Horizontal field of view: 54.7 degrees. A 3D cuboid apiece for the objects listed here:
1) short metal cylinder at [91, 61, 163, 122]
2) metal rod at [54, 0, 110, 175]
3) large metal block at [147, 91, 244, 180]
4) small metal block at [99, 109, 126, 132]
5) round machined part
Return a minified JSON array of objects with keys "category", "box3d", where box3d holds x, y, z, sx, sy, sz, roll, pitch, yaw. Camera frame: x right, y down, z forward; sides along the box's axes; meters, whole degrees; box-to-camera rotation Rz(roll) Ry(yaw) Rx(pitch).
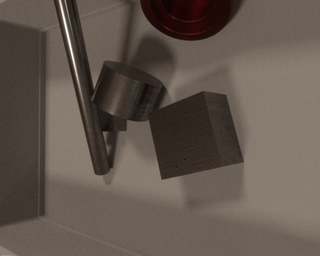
[{"category":"short metal cylinder","box3d":[-0.042,-0.049,0.404,0.080,0.081,0.050,35,112,34]},{"category":"metal rod","box3d":[-0.103,-0.064,0.409,0.025,0.025,0.298,20,128,38]},{"category":"large metal block","box3d":[0.039,0.011,0.357,0.080,0.050,0.080,-20,78,38]},{"category":"small metal block","box3d":[-0.078,-0.020,0.469,0.050,0.025,0.050,-2,89,39]},{"category":"round machined part","box3d":[0.031,-0.146,0.341,0.098,0.098,0.042,-10,55,39]}]
